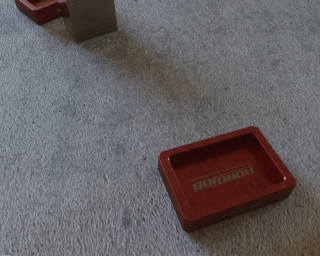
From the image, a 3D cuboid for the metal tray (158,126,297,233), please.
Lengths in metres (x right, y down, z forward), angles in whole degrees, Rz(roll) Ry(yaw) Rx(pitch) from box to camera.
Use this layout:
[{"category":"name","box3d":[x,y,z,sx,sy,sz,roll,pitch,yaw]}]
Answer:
[{"category":"metal tray","box3d":[0.073,0.054,0.354,0.131,0.030,0.090,-15,52,-13]}]

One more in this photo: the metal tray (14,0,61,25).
[{"category":"metal tray","box3d":[-0.208,-0.258,0.615,0.131,0.030,0.090,-36,59,-26]}]

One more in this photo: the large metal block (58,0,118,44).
[{"category":"large metal block","box3d":[-0.125,-0.206,0.539,0.081,0.080,0.050,-26,55,-20]}]
